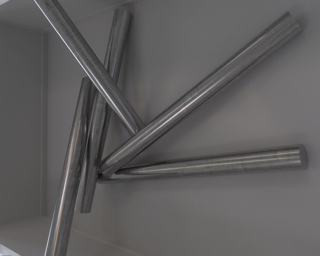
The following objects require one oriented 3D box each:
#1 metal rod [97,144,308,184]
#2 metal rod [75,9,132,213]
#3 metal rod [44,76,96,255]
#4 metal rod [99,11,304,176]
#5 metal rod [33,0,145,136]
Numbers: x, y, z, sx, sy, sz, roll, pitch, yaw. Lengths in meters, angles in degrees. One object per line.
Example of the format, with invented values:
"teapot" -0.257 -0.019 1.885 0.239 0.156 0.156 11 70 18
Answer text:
"metal rod" 0.022 0.051 0.388 0.300 0.025 0.025 -12 83 39
"metal rod" -0.085 -0.023 0.456 0.025 0.025 0.298 14 92 39
"metal rod" -0.120 0.053 0.428 0.025 0.025 0.299 -24 51 37
"metal rod" 0.027 -0.023 0.370 0.299 0.025 0.025 -38 67 28
"metal rod" -0.109 -0.109 0.401 0.025 0.025 0.299 -25 105 37
